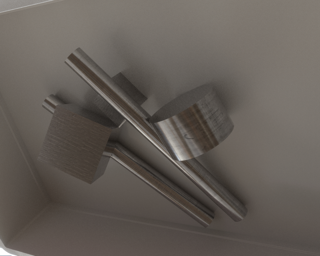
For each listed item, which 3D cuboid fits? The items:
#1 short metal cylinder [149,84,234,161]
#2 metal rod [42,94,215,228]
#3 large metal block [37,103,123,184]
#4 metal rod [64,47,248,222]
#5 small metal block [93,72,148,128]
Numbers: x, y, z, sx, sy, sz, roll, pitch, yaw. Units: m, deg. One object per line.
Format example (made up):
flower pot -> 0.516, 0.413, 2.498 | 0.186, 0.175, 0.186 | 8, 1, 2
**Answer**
short metal cylinder -> 0.035, -0.007, 0.349 | 0.080, 0.080, 0.050 | -21, 107, 35
metal rod -> -0.048, 0.047, 0.461 | 0.301, 0.025, 0.025 | 36, 129, 3
large metal block -> -0.108, 0.019, 0.428 | 0.080, 0.050, 0.080 | 24, 100, 6
metal rod -> 0.004, 0.017, 0.391 | 0.300, 0.025, 0.025 | 44, 129, -12
small metal block -> -0.054, -0.037, 0.413 | 0.050, 0.025, 0.050 | 44, 129, -3
